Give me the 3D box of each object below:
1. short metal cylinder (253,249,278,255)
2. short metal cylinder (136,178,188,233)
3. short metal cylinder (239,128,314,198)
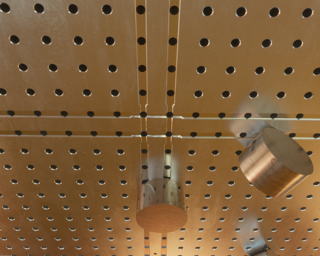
[{"bbox_3d":[0.219,0.296,0.630,0.050,0.080,0.080,-36,121,27],"label":"short metal cylinder"},{"bbox_3d":[0.003,0.127,0.503,0.081,0.050,0.079,0,130,0],"label":"short metal cylinder"},{"bbox_3d":[0.154,0.046,0.416,0.080,0.080,0.050,21,127,-17],"label":"short metal cylinder"}]
